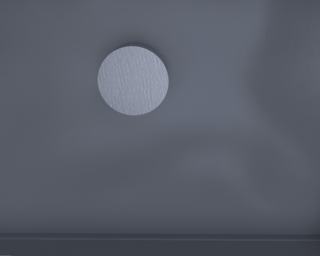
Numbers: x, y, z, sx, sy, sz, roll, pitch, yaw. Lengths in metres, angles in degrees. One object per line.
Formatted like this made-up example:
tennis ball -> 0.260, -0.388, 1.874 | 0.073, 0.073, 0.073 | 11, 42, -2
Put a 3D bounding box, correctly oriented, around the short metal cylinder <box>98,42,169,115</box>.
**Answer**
short metal cylinder -> -0.031, -0.061, 0.375 | 0.081, 0.050, 0.079 | 0, 110, -1
